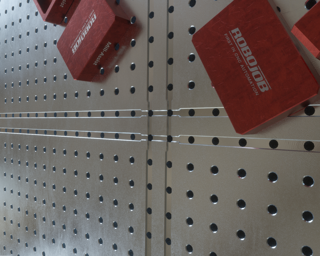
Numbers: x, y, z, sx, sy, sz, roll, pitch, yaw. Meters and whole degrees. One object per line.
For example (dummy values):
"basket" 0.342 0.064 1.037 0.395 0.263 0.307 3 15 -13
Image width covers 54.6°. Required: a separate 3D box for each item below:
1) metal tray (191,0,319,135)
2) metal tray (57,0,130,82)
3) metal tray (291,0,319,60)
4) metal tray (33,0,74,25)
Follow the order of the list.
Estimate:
"metal tray" 0.098 -0.069 0.326 0.090 0.030 0.130 -34 69 34
"metal tray" -0.112 -0.150 0.500 0.129 0.030 0.090 -47 62 30
"metal tray" 0.171 -0.101 0.226 0.129 0.091 0.030 -45 63 31
"metal tray" -0.183 -0.266 0.558 0.129 0.030 0.090 -45 63 30
